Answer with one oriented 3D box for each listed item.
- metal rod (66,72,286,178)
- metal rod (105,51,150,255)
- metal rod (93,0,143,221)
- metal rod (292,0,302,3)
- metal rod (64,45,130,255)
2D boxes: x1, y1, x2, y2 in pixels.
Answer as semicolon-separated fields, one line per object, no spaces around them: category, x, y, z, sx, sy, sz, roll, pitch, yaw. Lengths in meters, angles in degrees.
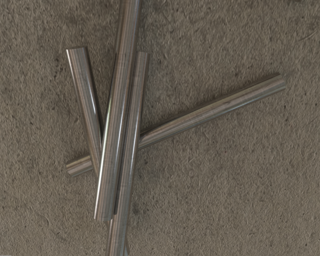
metal rod;0.015;-0.001;0.409;0.301;0.025;0.025;-23;109;8
metal rod;-0.044;0.055;0.395;0.025;0.025;0.298;7;97;-3
metal rod;-0.048;-0.036;0.363;0.025;0.025;0.298;8;98;-3
metal rod;0.019;-0.197;0.336;0.302;0.025;0.025;16;109;-6
metal rod;-0.075;0.047;0.399;0.025;0.025;0.298;-7;113;2
